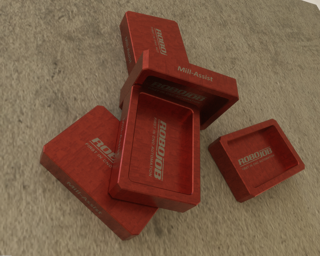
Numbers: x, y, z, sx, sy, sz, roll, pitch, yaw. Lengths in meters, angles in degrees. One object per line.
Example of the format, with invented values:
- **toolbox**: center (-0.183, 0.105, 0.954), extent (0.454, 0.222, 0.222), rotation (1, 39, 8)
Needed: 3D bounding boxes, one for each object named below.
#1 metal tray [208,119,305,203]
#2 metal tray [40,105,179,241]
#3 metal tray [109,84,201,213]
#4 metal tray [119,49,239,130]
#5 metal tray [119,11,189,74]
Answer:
- **metal tray**: center (0.144, 0.043, 0.453), extent (0.131, 0.030, 0.090), rotation (-16, 70, -35)
- **metal tray**: center (-0.053, 0.046, 0.345), extent (0.130, 0.030, 0.090), rotation (43, 51, 1)
- **metal tray**: center (-0.001, 0.021, 0.349), extent (0.091, 0.030, 0.130), rotation (17, 54, -19)
- **metal tray**: center (0.023, -0.043, 0.402), extent (0.131, 0.090, 0.030), rotation (14, 56, -21)
- **metal tray**: center (-0.006, -0.112, 0.467), extent (0.091, 0.030, 0.130), rotation (2, 61, -28)
